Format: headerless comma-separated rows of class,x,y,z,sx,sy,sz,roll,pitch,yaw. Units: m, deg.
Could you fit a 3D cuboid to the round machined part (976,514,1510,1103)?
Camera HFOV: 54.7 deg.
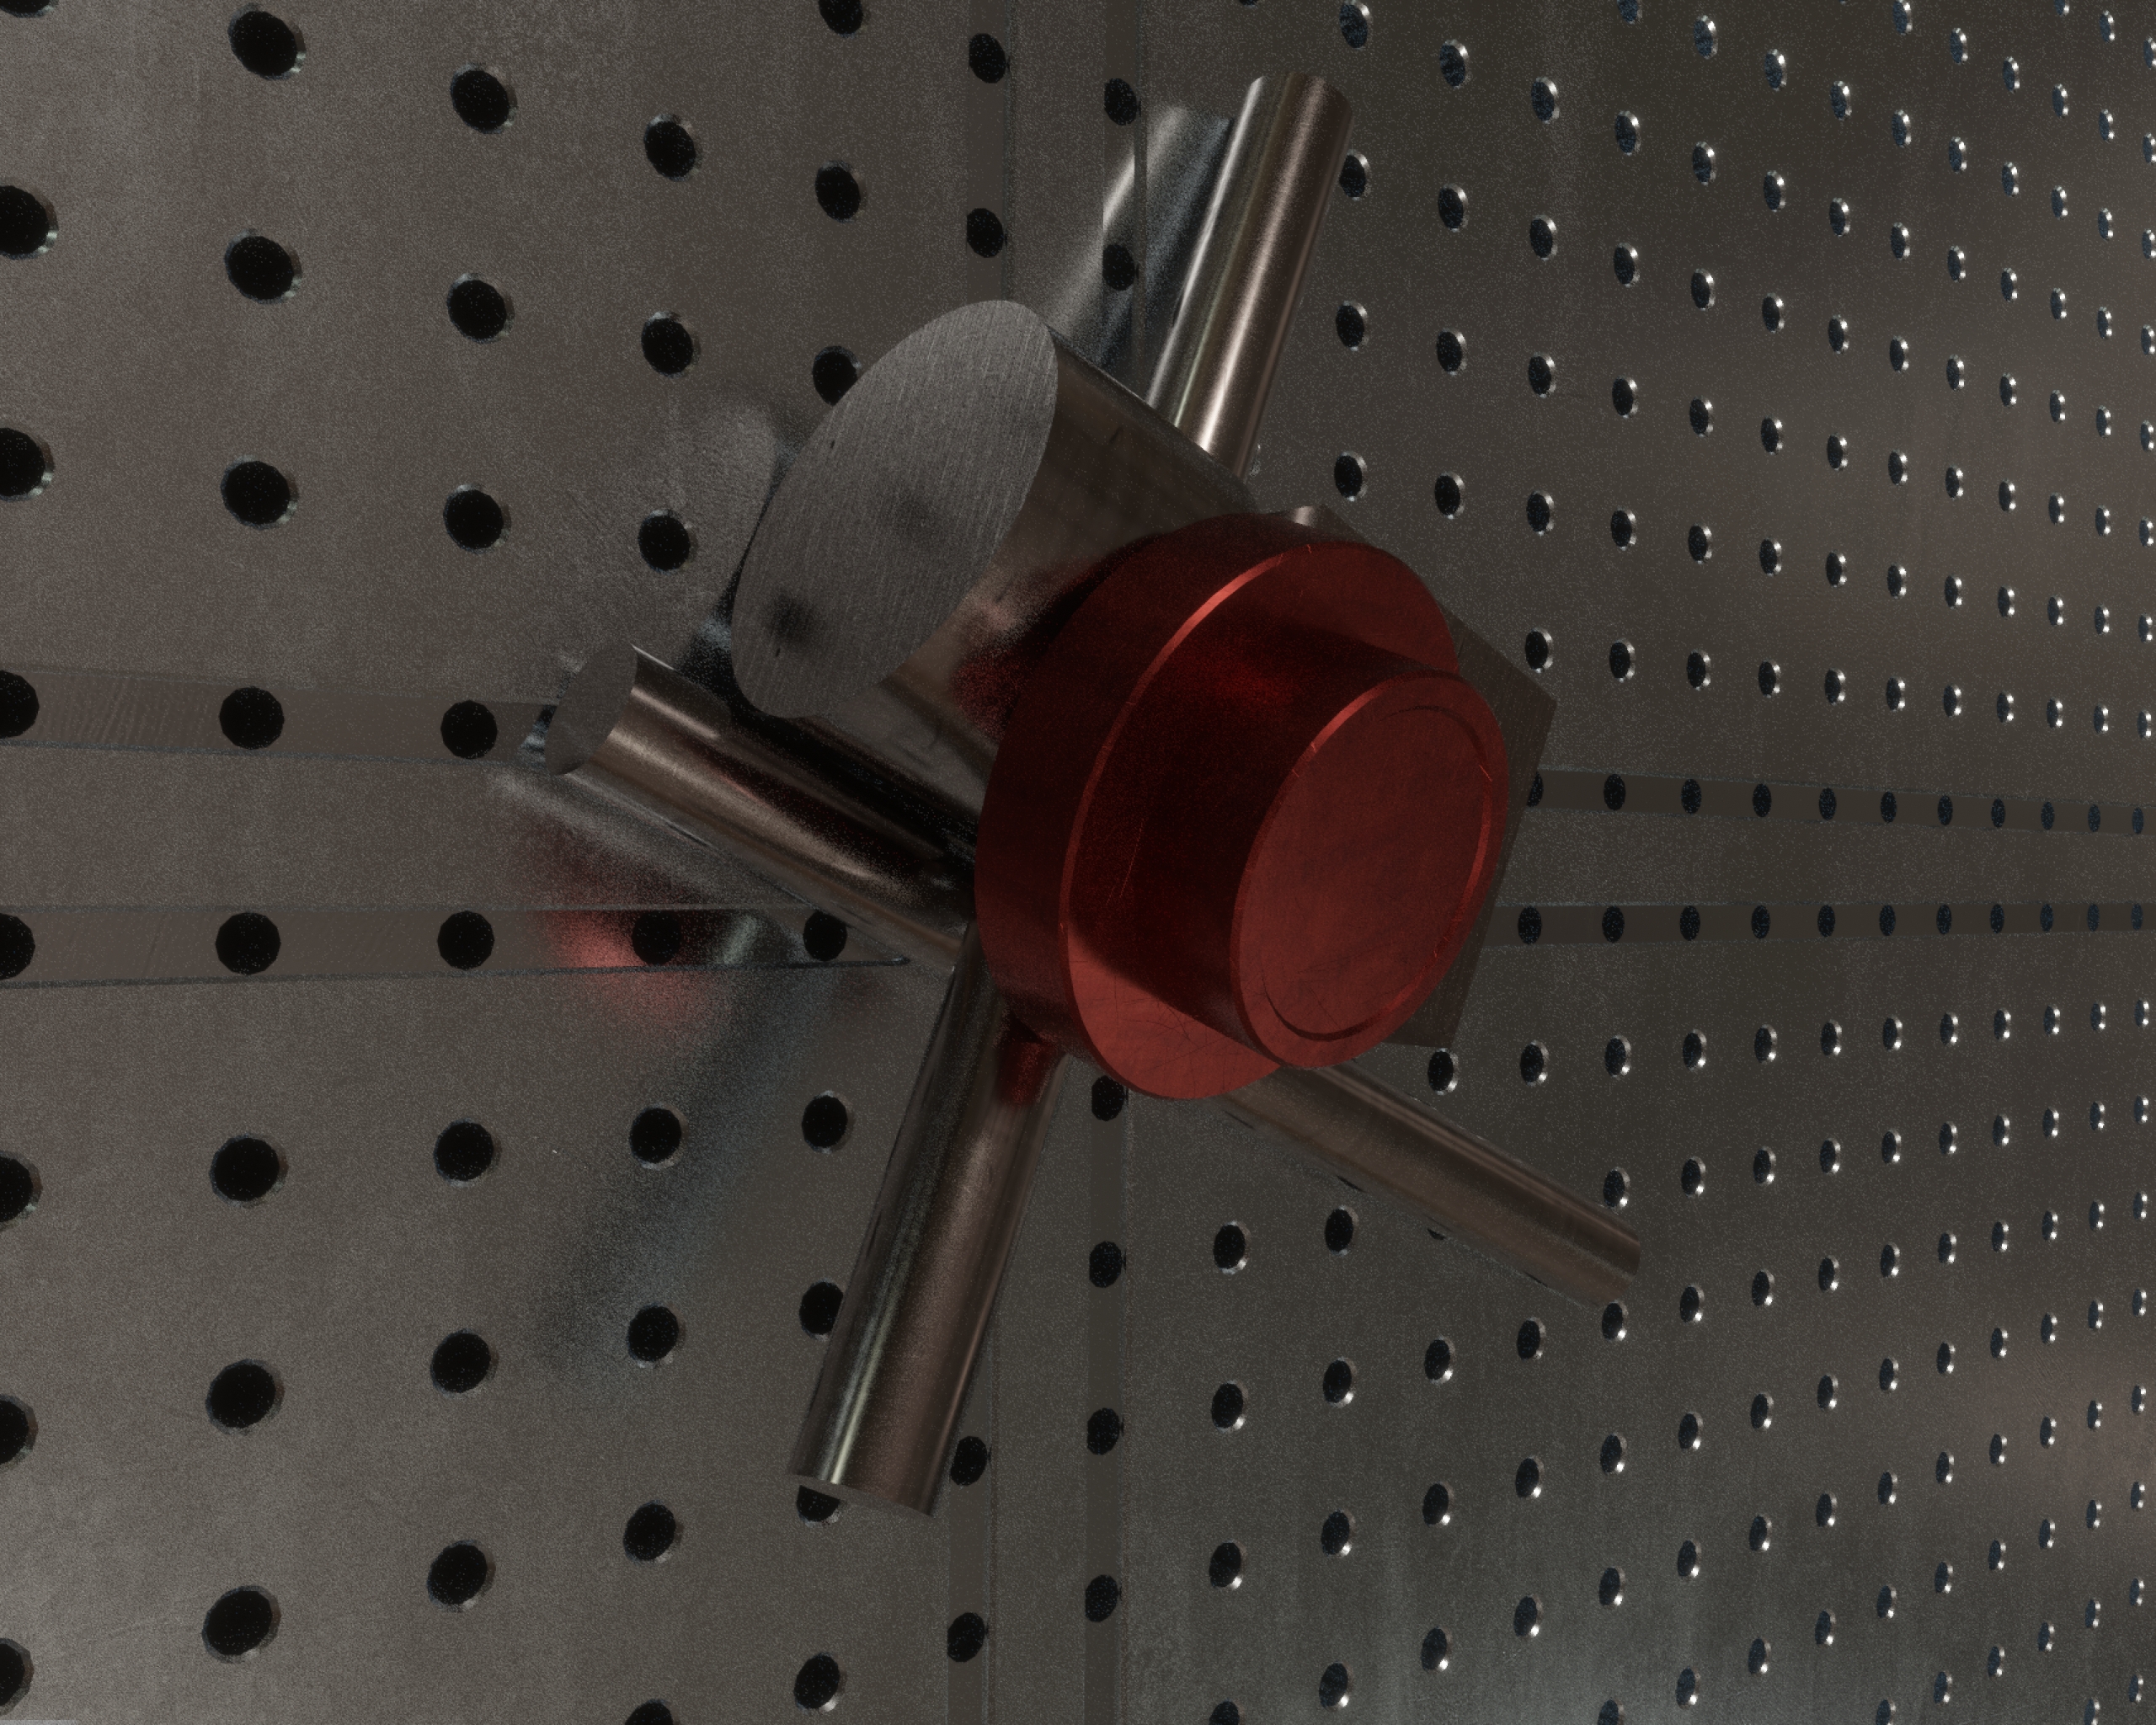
round machined part,0.034,-0.005,0.343,0.099,0.042,0.097,-24,127,-37

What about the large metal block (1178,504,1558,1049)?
large metal block,0.045,-0.015,0.428,0.080,0.050,0.080,32,70,-36

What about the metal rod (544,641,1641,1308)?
metal rod,0.025,0.037,0.431,0.301,0.025,0.025,31,71,-36

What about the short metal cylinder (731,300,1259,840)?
short metal cylinder,-0.015,-0.049,0.362,0.050,0.080,0.080,32,70,-36

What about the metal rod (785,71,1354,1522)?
metal rod,0.006,-0.030,0.391,0.025,0.025,0.300,35,61,-35
